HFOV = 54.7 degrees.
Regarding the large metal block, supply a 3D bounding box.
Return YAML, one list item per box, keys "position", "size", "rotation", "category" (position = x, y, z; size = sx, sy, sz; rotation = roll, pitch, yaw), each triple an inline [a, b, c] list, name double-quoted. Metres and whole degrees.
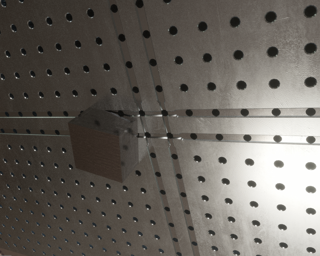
- position: [-0.079, 0.023, 0.449]
  size: [0.080, 0.050, 0.079]
  rotation: [14, 124, 20]
  category: "large metal block"
